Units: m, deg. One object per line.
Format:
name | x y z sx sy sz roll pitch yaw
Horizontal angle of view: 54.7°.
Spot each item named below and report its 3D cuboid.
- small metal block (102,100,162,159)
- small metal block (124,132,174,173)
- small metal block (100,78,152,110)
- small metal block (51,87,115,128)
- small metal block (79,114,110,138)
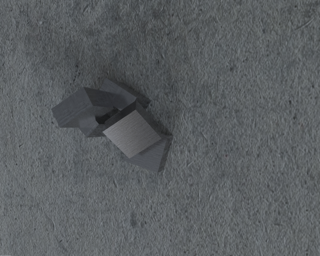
small metal block | -0.033 0.002 0.381 0.050 0.025 0.050 -33 117 17
small metal block | -0.015 0.027 0.415 0.050 0.025 0.050 17 96 18
small metal block | -0.046 -0.040 0.412 0.050 0.050 0.025 34 101 16
small metal block | -0.092 -0.023 0.375 0.050 0.050 0.025 -31 80 17
small metal block | -0.095 -0.014 0.429 0.025 0.050 0.050 -47 76 14
